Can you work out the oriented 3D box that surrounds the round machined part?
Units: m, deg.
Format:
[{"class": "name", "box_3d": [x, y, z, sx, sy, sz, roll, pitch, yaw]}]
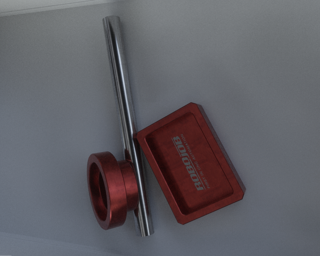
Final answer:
[{"class": "round machined part", "box_3d": [-0.061, 0.078, 0.404, 0.098, 0.042, 0.097, 25, 118, 58]}]

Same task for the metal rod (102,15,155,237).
[{"class": "metal rod", "box_3d": [-0.044, -0.005, 0.424, 0.025, 0.025, 0.298, -11, 87, 19]}]

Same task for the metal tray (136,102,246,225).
[{"class": "metal tray", "box_3d": [0.038, 0.044, 0.393, 0.090, 0.030, 0.130, -29, 81, 17]}]
